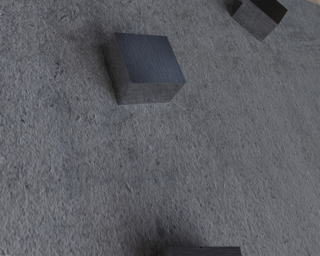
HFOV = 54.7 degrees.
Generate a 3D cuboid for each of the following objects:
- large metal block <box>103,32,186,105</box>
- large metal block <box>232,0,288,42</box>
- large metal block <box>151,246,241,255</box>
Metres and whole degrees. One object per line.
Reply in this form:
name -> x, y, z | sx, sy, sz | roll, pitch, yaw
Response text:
large metal block -> -0.023, -0.080, 0.425 | 0.081, 0.050, 0.080 | -6, 65, -31
large metal block -> 0.209, -0.239, 0.645 | 0.080, 0.050, 0.080 | 40, 51, -1
large metal block -> 0.040, 0.164, 0.308 | 0.081, 0.050, 0.080 | 10, 58, -23
